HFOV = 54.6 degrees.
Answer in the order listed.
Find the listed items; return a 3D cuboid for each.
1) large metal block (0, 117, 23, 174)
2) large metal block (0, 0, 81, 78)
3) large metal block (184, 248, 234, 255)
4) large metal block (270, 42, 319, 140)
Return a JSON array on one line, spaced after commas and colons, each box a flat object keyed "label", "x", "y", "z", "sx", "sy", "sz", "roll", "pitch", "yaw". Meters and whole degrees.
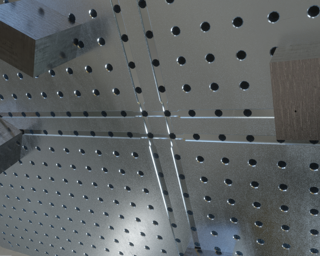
[{"label": "large metal block", "x": -0.309, "y": 0.026, "z": 0.575, "sx": 0.080, "sy": 0.050, "sz": 0.080, "roll": 31, "pitch": 129, "yaw": 8}, {"label": "large metal block", "x": -0.160, "y": -0.116, "z": 0.390, "sx": 0.080, "sy": 0.080, "sz": 0.050, "roll": 30, "pitch": 128, "yaw": 9}, {"label": "large metal block", "x": 0.083, "y": 0.248, "z": 0.505, "sx": 0.080, "sy": 0.050, "sz": 0.080, "roll": -6, "pitch": 116, "yaw": 31}, {"label": "large metal block", "x": 0.153, "y": -0.035, "z": 0.293, "sx": 0.080, "sy": 0.050, "sz": 0.080, "roll": 0, "pitch": 118, "yaw": 28}]
